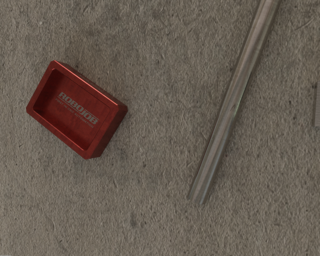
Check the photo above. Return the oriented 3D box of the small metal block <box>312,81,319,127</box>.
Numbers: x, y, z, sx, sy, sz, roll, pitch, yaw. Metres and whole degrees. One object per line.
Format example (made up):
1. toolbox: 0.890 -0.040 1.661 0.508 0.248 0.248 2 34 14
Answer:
1. small metal block: 0.198 -0.025 0.340 0.050 0.025 0.050 4 91 19

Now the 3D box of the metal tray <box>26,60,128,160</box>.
1. metal tray: -0.122 -0.027 0.447 0.130 0.030 0.090 35 101 16

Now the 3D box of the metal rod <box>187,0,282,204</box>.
1. metal rod: 0.094 -0.049 0.375 0.025 0.025 0.298 21 97 18
